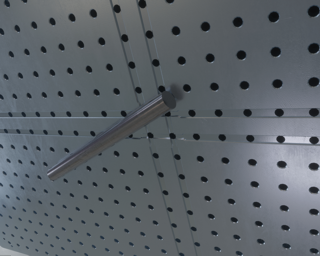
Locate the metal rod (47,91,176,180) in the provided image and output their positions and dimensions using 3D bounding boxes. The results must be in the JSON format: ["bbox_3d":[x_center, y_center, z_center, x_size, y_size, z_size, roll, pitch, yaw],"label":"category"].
[{"bbox_3d":[-0.091,0.024,0.475,0.299,0.025,0.025,-30,102,38],"label":"metal rod"}]
